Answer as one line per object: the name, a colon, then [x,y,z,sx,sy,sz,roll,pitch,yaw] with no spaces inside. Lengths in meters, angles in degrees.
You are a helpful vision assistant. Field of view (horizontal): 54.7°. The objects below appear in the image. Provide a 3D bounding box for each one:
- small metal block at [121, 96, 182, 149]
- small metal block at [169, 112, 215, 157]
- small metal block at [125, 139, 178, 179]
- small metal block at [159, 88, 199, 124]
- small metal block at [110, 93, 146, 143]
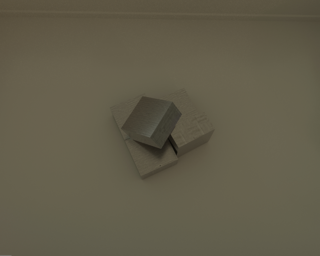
small metal block: [-0.010,-0.008,0.371,0.050,0.025,0.050,15,66,42]
small metal block: [0.037,0.010,0.391,0.050,0.050,0.025,-27,73,-10]
small metal block: [-0.011,0.031,0.397,0.050,0.025,0.050,-24,72,-9]
small metal block: [0.020,-0.019,0.415,0.050,0.025,0.050,-24,72,-9]
small metal block: [-0.032,-0.011,0.412,0.050,0.025,0.050,-24,72,-9]
